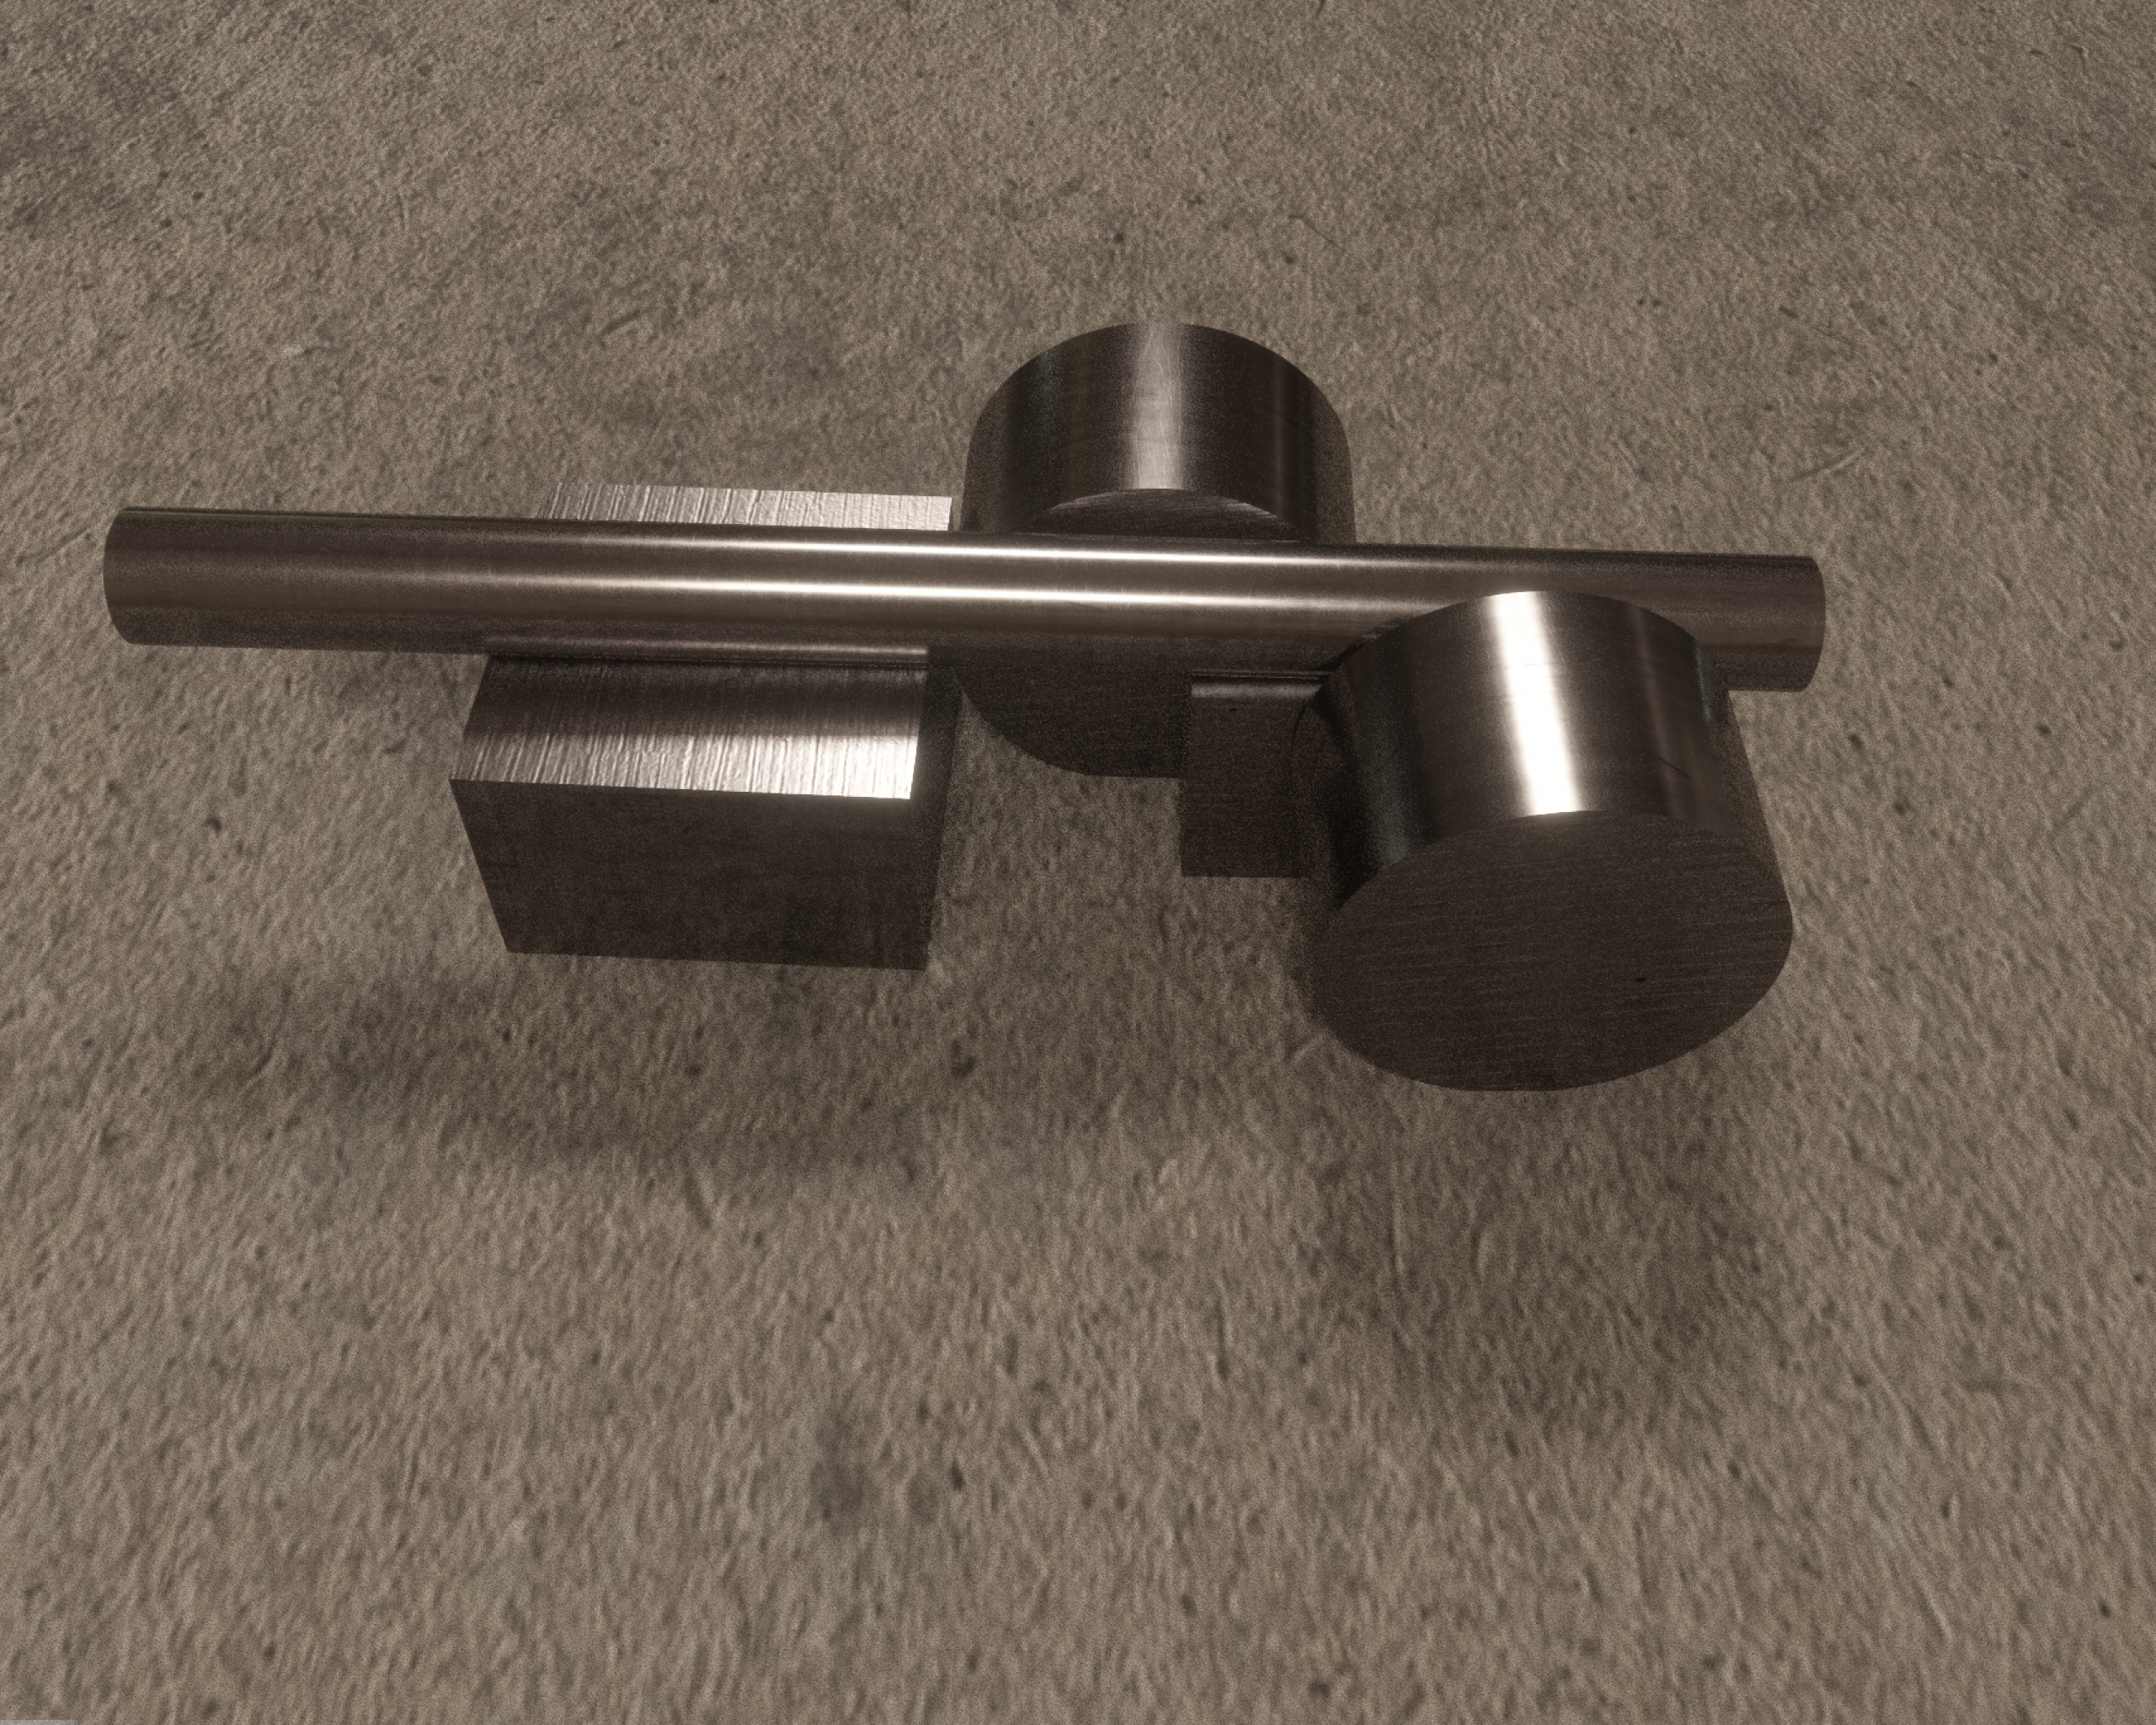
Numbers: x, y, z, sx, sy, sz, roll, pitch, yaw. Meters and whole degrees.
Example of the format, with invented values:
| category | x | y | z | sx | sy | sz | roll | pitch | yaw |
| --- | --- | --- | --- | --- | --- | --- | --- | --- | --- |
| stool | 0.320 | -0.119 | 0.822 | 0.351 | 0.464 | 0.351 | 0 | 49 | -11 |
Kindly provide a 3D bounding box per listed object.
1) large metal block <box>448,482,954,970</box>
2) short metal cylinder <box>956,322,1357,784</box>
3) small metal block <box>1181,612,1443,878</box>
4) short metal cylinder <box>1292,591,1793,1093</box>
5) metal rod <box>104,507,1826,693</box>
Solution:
| category | x | y | z | sx | sy | sz | roll | pitch | yaw |
| --- | --- | --- | --- | --- | --- | --- | --- | --- | --- |
| large metal block | -0.067 | -0.027 | 0.407 | 0.081 | 0.050 | 0.080 | 3 | 50 | 1 |
| short metal cylinder | 0.016 | -0.061 | 0.421 | 0.081 | 0.080 | 0.050 | 2 | 50 | 1 |
| small metal block | 0.046 | -0.022 | 0.406 | 0.050 | 0.050 | 0.025 | 1 | 50 | 0 |
| short metal cylinder | 0.080 | -0.002 | 0.371 | 0.081 | 0.080 | 0.050 | 0 | 50 | -1 |
| metal rod | -0.019 | -0.048 | 0.378 | 0.302 | 0.025 | 0.025 | 2 | 50 | -1 |
